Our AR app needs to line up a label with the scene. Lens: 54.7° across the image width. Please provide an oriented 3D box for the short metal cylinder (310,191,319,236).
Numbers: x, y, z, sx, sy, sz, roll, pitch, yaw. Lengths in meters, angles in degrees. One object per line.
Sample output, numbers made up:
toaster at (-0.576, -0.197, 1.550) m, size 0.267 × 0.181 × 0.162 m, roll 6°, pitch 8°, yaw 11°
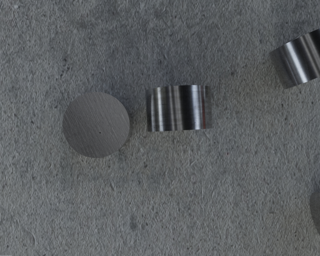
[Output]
short metal cylinder at (0.232, 0.113, 0.384) m, size 0.050 × 0.080 × 0.080 m, roll -14°, pitch 90°, yaw 0°

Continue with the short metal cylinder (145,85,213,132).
short metal cylinder at (0.023, -0.023, 0.382) m, size 0.080 × 0.080 × 0.050 m, roll -3°, pitch 90°, yaw 0°

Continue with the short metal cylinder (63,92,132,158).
short metal cylinder at (-0.077, -0.004, 0.397) m, size 0.081 × 0.050 × 0.080 m, roll 0°, pitch 90°, yaw 0°

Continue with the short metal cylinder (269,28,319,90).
short metal cylinder at (0.184, -0.087, 0.384) m, size 0.080 × 0.080 × 0.050 m, roll -23°, pitch 90°, yaw 0°
